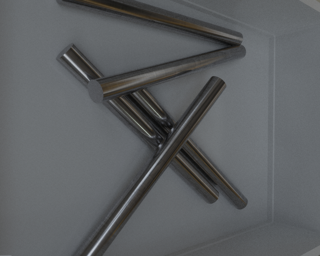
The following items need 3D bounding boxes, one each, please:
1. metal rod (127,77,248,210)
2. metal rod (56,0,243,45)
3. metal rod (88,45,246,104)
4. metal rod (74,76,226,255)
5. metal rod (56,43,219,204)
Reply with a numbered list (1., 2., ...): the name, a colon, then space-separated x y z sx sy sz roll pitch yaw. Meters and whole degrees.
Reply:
1. metal rod: 0.047 0.034 0.448 0.300 0.025 0.025 46 62 -31
2. metal rod: 0.012 -0.144 0.417 0.302 0.025 0.025 -1 91 -40
3. metal rod: 0.034 -0.082 0.416 0.302 0.025 0.025 -25 106 -44
4. metal rod: -0.009 0.051 0.374 0.300 0.025 0.025 -52 121 -18
5. metal rod: -0.010 0.013 0.399 0.300 0.025 0.025 46 62 -31
